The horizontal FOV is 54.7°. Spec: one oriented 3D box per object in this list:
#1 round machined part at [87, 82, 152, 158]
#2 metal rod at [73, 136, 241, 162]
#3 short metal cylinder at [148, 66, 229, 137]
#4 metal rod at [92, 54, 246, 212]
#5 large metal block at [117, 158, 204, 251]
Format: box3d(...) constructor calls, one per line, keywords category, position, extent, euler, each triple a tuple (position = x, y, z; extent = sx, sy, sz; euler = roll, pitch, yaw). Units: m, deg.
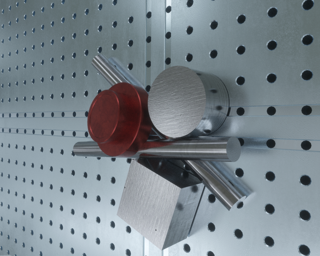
box3d(category="round machined part", position=(-0.057, -0.012, 0.400), extent=(0.098, 0.042, 0.098), euler=(-12, 73, 43))
box3d(category="metal rod", position=(-0.031, 0.028, 0.409), extent=(0.300, 0.025, 0.025), euler=(-4, 88, 47))
box3d(category="short metal cylinder", position=(0.033, -0.029, 0.363), extent=(0.080, 0.050, 0.079), euler=(0, 90, 39))
box3d(category="metal rod", position=(-0.005, -0.011, 0.412), extent=(0.300, 0.025, 0.025), euler=(46, 117, 30))
box3d(category="large metal block", position=(-0.001, 0.089, 0.389), extent=(0.080, 0.050, 0.079), euler=(25, 106, 37))
